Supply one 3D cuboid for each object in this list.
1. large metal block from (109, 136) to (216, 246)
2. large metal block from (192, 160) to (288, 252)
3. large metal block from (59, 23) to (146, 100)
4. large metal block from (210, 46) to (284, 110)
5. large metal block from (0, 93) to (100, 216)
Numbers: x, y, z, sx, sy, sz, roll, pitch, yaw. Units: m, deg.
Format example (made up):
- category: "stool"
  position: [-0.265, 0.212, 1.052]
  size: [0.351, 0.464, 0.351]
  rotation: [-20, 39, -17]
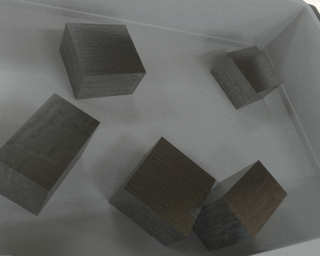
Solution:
- category: "large metal block"
  position: [0.004, 0.071, 0.350]
  size: [0.080, 0.050, 0.080]
  rotation: [39, 51, -2]
- category: "large metal block"
  position: [0.087, 0.092, 0.363]
  size: [0.081, 0.080, 0.050]
  rotation: [-32, 80, -38]
- category: "large metal block"
  position: [-0.076, -0.087, 0.403]
  size: [0.081, 0.050, 0.080]
  rotation: [-10, 67, -33]
- category: "large metal block"
  position: [0.147, -0.086, 0.524]
  size: [0.081, 0.050, 0.080]
  rotation: [-22, 74, -36]
- category: "large metal block"
  position: [-0.109, 0.027, 0.296]
  size: [0.050, 0.080, 0.080]
  rotation: [34, 51, -7]
